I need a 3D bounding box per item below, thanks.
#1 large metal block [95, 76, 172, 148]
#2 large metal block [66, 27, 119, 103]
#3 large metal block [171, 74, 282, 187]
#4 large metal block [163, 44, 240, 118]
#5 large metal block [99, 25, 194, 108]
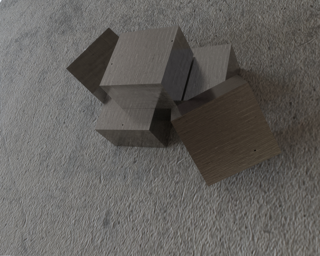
[{"bbox_3d":[-0.029,-0.021,0.413,0.080,0.050,0.080,0,62,28],"label":"large metal block"},{"bbox_3d":[-0.078,-0.086,0.453,0.050,0.080,0.080,44,86,6],"label":"large metal block"},{"bbox_3d":[0.066,0.001,0.325,0.080,0.080,0.050,-27,15,10],"label":"large metal block"},{"bbox_3d":[0.052,-0.056,0.396,0.080,0.050,0.080,0,62,28],"label":"large metal block"},{"bbox_3d":[-0.014,-0.070,0.371,0.080,0.050,0.080,2,63,29],"label":"large metal block"}]
